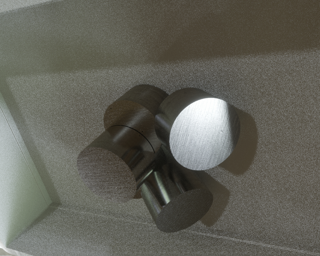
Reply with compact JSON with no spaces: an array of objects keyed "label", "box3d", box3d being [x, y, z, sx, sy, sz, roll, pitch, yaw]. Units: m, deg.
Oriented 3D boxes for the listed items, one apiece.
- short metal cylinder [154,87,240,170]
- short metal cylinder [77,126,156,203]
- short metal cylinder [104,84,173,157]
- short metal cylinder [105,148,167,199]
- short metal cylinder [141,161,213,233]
[{"label":"short metal cylinder","box3d":[0.040,0.000,0.342,0.081,0.050,0.079,-7,111,-17]},{"label":"short metal cylinder","box3d":[-0.052,0.044,0.377,0.080,0.050,0.079,13,124,20]},{"label":"short metal cylinder","box3d":[-0.024,-0.009,0.395,0.080,0.050,0.079,13,124,20]},{"label":"short metal cylinder","box3d":[-0.038,0.054,0.443,0.080,0.050,0.079,13,124,20]},{"label":"short metal cylinder","box3d":[0.022,0.090,0.405,0.050,0.081,0.079,54,144,44]}]
